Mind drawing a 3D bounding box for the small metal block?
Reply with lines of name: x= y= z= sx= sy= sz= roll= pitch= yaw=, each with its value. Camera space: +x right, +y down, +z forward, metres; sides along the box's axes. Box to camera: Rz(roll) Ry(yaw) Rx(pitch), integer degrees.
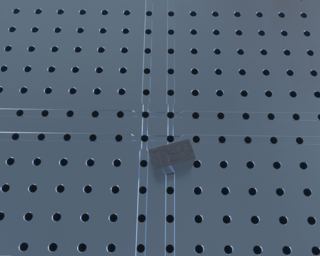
small metal block: x=0.014 y=0.039 z=0.384 sx=0.050 sy=0.050 sz=0.025 roll=-15 pitch=71 yaw=-5
